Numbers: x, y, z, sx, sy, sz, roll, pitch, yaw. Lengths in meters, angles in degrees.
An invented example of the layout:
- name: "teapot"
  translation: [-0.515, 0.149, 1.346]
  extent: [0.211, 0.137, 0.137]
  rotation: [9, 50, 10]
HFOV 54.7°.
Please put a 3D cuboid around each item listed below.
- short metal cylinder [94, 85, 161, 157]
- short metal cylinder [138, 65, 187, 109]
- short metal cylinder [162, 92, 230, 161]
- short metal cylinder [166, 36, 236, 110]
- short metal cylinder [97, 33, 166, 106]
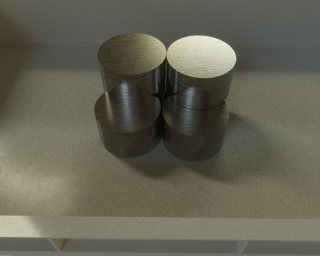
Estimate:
- name: "short metal cylinder"
  translation: [-0.039, -0.010, 0.394]
  extent: [0.080, 0.050, 0.080]
  rotation: [0, 50, 0]
- name: "short metal cylinder"
  translation: [0.006, -0.061, 0.438]
  extent: [0.080, 0.050, 0.080]
  rotation: [0, 50, 0]
- name: "short metal cylinder"
  translation: [0.043, -0.005, 0.391]
  extent: [0.080, 0.050, 0.080]
  rotation: [0, 50, 0]
- name: "short metal cylinder"
  translation: [0.048, -0.068, 0.378]
  extent: [0.080, 0.050, 0.080]
  rotation: [0, 50, 0]
- name: "short metal cylinder"
  translation: [-0.033, -0.073, 0.383]
  extent: [0.080, 0.050, 0.080]
  rotation: [0, 50, 0]
